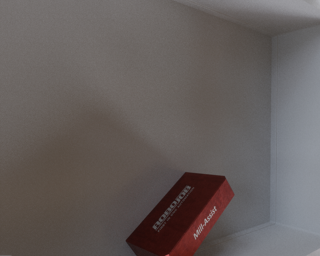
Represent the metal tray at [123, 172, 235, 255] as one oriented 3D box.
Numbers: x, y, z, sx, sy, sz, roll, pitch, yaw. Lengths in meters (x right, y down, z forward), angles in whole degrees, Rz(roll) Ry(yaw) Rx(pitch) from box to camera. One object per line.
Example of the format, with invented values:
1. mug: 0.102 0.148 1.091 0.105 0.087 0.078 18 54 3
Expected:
1. metal tray: 0.025 0.113 0.400 0.131 0.090 0.030 -44 114 -32
